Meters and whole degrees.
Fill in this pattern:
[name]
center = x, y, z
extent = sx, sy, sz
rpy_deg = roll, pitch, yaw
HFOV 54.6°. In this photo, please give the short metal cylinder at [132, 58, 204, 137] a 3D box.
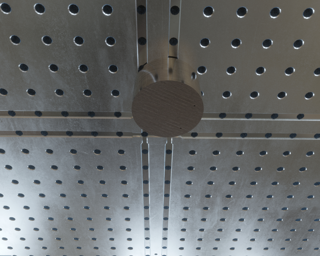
[short metal cylinder]
center = 0.009, -0.035, 0.365
extent = 0.080, 0.050, 0.080
rpy_deg = 0, 130, 0
